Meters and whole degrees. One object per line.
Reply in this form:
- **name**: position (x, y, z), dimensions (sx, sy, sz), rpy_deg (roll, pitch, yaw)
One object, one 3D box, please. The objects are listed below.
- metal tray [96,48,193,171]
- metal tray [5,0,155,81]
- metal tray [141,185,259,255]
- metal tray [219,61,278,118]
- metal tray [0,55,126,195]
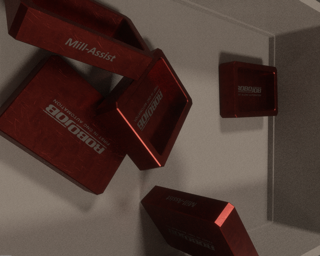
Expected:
- **metal tray**: position (-0.010, -0.026, 0.367), dimensions (0.090, 0.030, 0.130), rpy_deg (55, 38, -24)
- **metal tray**: position (-0.077, -0.101, 0.304), dimensions (0.131, 0.030, 0.090), rpy_deg (13, 37, -39)
- **metal tray**: position (0.044, 0.122, 0.378), dimensions (0.030, 0.130, 0.090), rpy_deg (-43, 117, -32)
- **metal tray**: position (0.157, -0.064, 0.537), dimensions (0.131, 0.030, 0.089), rpy_deg (-4, 93, -40)
- **metal tray**: position (-0.092, 0.000, 0.327), dimensions (0.130, 0.030, 0.090), rpy_deg (44, 63, -31)
